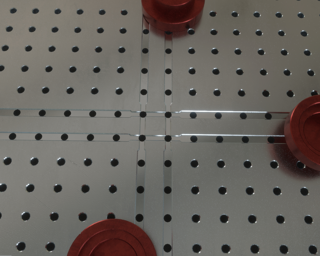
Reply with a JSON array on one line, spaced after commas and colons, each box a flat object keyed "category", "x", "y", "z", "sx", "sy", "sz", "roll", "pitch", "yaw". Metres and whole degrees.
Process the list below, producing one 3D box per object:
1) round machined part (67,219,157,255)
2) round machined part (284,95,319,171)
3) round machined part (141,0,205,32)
[{"category": "round machined part", "x": -0.052, "y": 0.153, "z": 0.346, "sx": 0.099, "sy": 0.042, "sz": 0.098, "roll": 0, "pitch": 70, "yaw": -1}, {"category": "round machined part", "x": 0.210, "y": 0.009, "z": 0.402, "sx": 0.099, "sy": 0.042, "sz": 0.098, "roll": 0, "pitch": 70, "yaw": -1}, {"category": "round machined part", "x": 0.020, "y": -0.201, "z": 0.476, "sx": 0.099, "sy": 0.042, "sz": 0.098, "roll": 0, "pitch": 70, "yaw": -1}]
